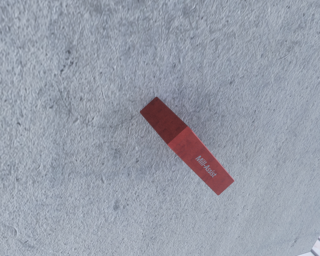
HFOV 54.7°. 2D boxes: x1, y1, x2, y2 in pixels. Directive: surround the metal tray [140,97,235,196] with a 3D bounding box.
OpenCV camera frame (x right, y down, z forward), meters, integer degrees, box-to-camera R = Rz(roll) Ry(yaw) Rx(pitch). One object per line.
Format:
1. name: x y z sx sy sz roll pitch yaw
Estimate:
1. metal tray: 0.036 0.025 0.403 0.030 0.090 0.130 -43 130 1
